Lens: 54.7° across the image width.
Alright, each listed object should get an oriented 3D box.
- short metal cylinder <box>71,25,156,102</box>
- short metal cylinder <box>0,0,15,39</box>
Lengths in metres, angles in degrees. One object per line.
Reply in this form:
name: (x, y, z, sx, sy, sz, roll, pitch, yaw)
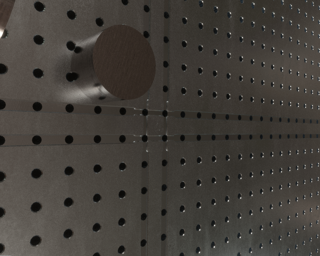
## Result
short metal cylinder: (-0.052, -0.070, 0.351, 0.081, 0.050, 0.079, 0, 90, -40)
short metal cylinder: (-0.154, -0.094, 0.244, 0.050, 0.080, 0.080, 22, 76, -38)
